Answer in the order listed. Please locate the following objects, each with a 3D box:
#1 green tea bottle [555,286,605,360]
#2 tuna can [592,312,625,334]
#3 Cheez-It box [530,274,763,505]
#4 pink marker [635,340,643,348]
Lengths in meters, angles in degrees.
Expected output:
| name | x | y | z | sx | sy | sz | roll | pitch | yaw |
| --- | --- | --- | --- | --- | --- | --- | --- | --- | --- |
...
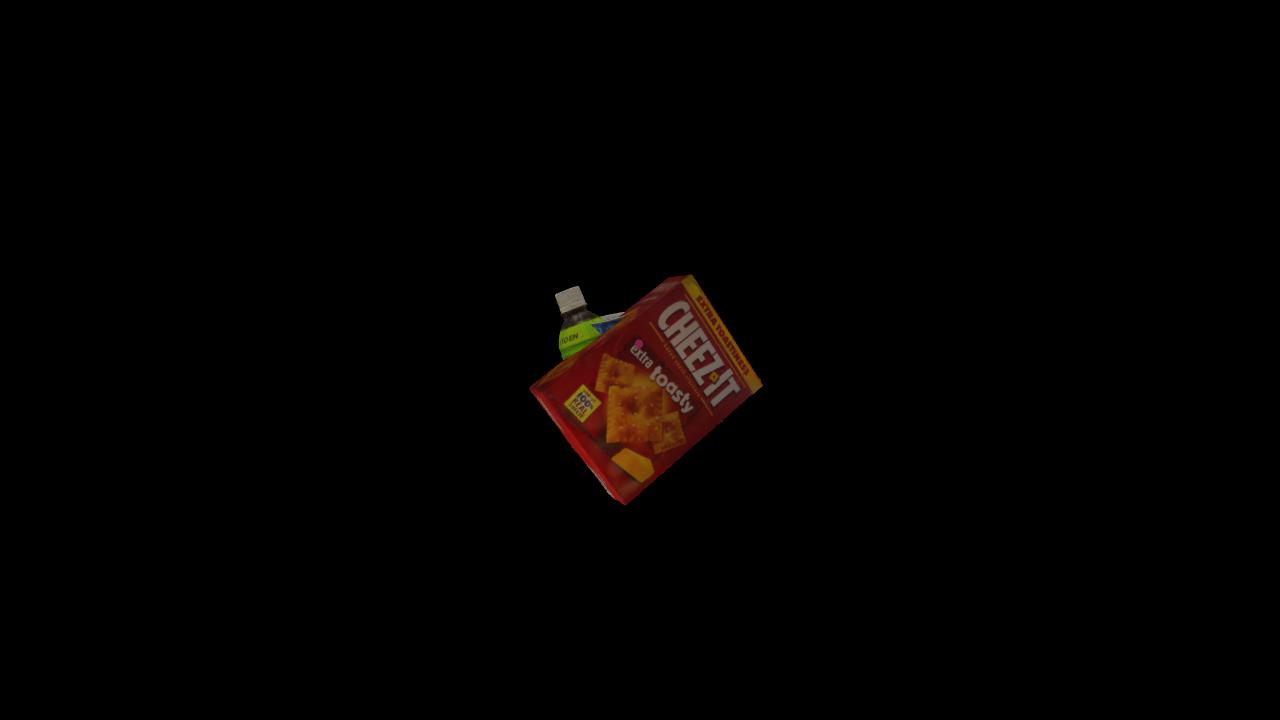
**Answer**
| name | x | y | z | sx | sy | sz | roll | pitch | yaw |
| --- | --- | --- | --- | --- | --- | --- | --- | --- | --- |
| green tea bottle | -0.047 | 0.016 | 0.725 | 0.073 | 0.212 | 0.073 | -19 | 5 | 2 |
| tuna can | -0.041 | -0.034 | 0.734 | 0.084 | 0.034 | 0.084 | -12 | 9 | 2 |
| Cheez-It box | 0.011 | 0.031 | 0.712 | 0.223 | 0.166 | 0.071 | -39 | 16 | -16 |
| pink marker | -0.016 | -0.029 | 0.726 | 0.020 | 0.020 | 0.121 | 0 | 10 | -15 |
